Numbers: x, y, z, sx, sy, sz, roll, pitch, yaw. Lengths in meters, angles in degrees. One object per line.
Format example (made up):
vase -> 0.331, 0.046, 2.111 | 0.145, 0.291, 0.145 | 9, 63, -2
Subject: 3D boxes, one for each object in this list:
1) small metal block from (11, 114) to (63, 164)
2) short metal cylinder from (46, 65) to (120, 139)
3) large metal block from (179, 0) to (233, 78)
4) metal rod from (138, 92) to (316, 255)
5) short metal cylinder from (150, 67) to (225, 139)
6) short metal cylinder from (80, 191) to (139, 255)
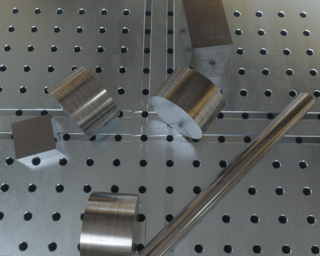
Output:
small metal block -> -0.161, 0.014, 0.405 | 0.050, 0.025, 0.050 | -16, 71, -6
short metal cylinder -> -0.096, -0.032, 0.393 | 0.050, 0.080, 0.080 | -41, 75, -13
large metal block -> 0.059, -0.123, 0.428 | 0.050, 0.080, 0.080 | -8, 70, -3
metal rod -> 0.093, 0.057, 0.391 | 0.301, 0.025, 0.025 | -41, 75, -14
short metal cylinder -> 0.034, -0.031, 0.394 | 0.080, 0.080, 0.050 | 35, 74, 12
short metal cylinder -> -0.052, 0.112, 0.341 | 0.050, 0.080, 0.080 | 3, 70, 1
